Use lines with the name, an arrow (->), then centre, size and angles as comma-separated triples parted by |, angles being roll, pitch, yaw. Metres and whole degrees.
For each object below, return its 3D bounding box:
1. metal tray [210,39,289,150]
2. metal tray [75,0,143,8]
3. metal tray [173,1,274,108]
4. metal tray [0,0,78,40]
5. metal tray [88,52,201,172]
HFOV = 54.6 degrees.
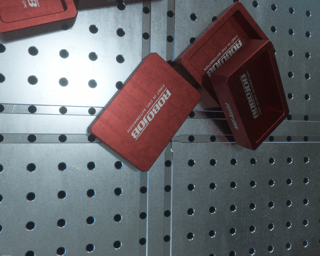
metal tray -> 0.129, -0.044, 0.430 | 0.090, 0.030, 0.130 | -42, 125, -17
metal tray -> -0.054, -0.207, 0.389 | 0.131, 0.030, 0.090 | -16, 95, -19
metal tray -> 0.092, -0.103, 0.443 | 0.090, 0.030, 0.130 | 47, 76, -14
metal tray -> -0.159, -0.175, 0.351 | 0.091, 0.030, 0.129 | -20, 97, -19
metal tray -> -0.018, -0.020, 0.403 | 0.090, 0.030, 0.130 | 40, 77, -16
